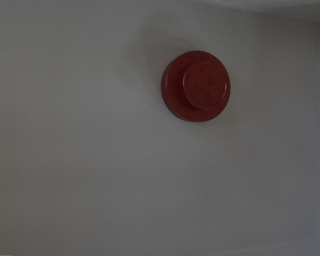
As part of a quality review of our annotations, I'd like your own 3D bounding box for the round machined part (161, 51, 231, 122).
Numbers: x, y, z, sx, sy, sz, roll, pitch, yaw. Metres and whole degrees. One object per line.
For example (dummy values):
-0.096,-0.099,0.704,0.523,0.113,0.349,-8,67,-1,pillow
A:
0.054,-0.057,0.421,0.099,0.042,0.097,0,90,-20,round machined part
